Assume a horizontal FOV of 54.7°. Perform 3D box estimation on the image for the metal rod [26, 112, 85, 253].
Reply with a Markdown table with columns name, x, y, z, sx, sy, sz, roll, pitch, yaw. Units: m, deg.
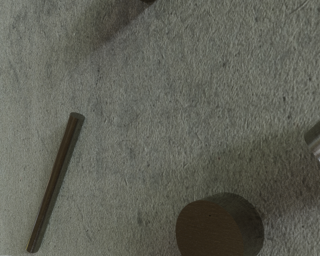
| name | x | y | z | sx | sy | sz | roll | pitch | yaw |
| --- | --- | --- | --- | --- | --- | --- | --- | --- | --- |
| metal rod | -0.195 | 0.109 | 0.565 | 0.025 | 0.025 | 0.298 | 37 | 112 | 34 |

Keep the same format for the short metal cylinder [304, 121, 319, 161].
| name | x | y | z | sx | sy | sz | roll | pitch | yaw |
| --- | --- | --- | --- | --- | --- | --- | --- | --- | --- |
| short metal cylinder | 0.161 | 0.016 | 0.236 | 0.050 | 0.081 | 0.080 | -52 | 60 | 27 |

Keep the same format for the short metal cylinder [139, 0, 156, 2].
| name | x | y | z | sx | sy | sz | roll | pitch | yaw |
| --- | --- | --- | --- | --- | --- | --- | --- | --- | --- |
| short metal cylinder | -0.026 | -0.215 | 0.410 | 0.080 | 0.050 | 0.080 | 0 | 90 | 40 |

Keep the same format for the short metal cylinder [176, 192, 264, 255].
| name | x | y | z | sx | sy | sz | roll | pitch | yaw |
| --- | --- | --- | --- | --- | --- | --- | --- | --- | --- |
| short metal cylinder | 0.064 | 0.114 | 0.336 | 0.080 | 0.050 | 0.080 | 0 | 90 | 40 |
